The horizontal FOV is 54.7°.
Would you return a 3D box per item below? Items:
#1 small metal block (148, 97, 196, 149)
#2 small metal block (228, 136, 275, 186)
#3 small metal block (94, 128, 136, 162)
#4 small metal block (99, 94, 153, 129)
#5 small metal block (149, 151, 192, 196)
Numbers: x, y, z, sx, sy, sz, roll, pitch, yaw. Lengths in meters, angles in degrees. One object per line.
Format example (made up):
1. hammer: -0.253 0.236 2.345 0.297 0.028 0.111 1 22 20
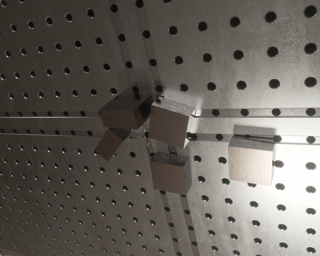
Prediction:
1. small metal block: 0.015 -0.007 0.398 0.050 0.025 0.050 18 126 17
2. small metal block: 0.111 0.040 0.377 0.050 0.025 0.050 6 121 25
3. small metal block: -0.059 0.012 0.432 0.025 0.050 0.050 40 129 0
4. small metal block: -0.041 -0.023 0.401 0.050 0.050 0.025 4 120 26
5. small metal block: 0.016 0.064 0.441 0.050 0.025 0.050 7 122 24
